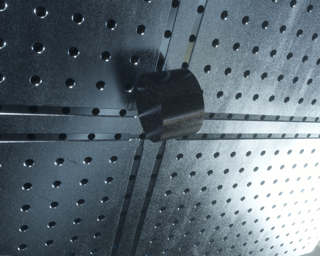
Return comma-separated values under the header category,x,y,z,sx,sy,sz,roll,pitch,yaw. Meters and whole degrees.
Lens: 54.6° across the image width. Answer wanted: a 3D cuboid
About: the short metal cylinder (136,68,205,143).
category,x,y,z,sx,sy,sz,roll,pitch,yaw
short metal cylinder,0.009,-0.027,0.363,0.050,0.080,0.079,-12,124,-22
